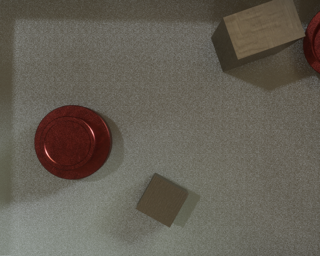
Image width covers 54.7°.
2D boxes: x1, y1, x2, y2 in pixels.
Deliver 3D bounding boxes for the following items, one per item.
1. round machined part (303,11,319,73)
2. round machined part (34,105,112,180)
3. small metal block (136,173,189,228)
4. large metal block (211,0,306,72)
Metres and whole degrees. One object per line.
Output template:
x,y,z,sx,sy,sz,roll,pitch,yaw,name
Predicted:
0.238,-0.110,0.390,0.098,0.042,0.097,6,100,40,round machined part
-0.114,0.019,0.401,0.099,0.042,0.097,0,90,-1,round machined part
0.003,0.095,0.412,0.050,0.025,0.050,29,90,-1,small metal block
0.116,-0.113,0.385,0.080,0.080,0.050,-19,90,0,large metal block
